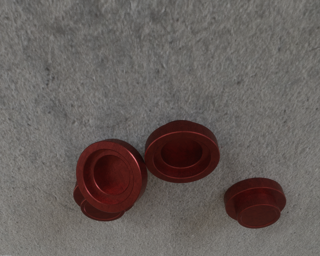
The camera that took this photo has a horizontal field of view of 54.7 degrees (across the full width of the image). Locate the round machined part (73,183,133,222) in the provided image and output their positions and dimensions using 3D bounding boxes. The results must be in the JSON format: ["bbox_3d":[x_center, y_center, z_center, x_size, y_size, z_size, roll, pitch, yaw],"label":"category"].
[{"bbox_3d":[-0.088,0.111,0.490,0.099,0.042,0.097,-1,130,0],"label":"round machined part"}]

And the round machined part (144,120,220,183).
[{"bbox_3d":[0.029,0.028,0.420,0.099,0.042,0.097,-1,130,0],"label":"round machined part"}]

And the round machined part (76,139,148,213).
[{"bbox_3d":[-0.062,0.063,0.428,0.098,0.042,0.097,2,97,20],"label":"round machined part"}]

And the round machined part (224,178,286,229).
[{"bbox_3d":[0.157,0.129,0.509,0.099,0.042,0.097,-1,130,0],"label":"round machined part"}]
